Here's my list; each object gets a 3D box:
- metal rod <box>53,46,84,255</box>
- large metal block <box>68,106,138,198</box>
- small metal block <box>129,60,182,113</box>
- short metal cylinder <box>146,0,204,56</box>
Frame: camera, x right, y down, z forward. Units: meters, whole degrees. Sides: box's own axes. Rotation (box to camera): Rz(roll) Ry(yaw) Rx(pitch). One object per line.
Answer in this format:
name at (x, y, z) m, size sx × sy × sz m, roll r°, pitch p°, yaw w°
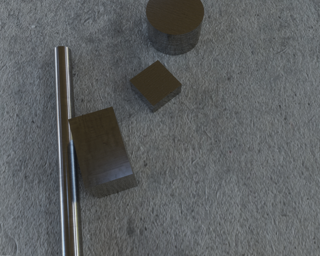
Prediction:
metal rod at (-0.119, 0.028, 0.396) m, size 0.025 × 0.025 × 0.299 m, roll -8°, pitch 70°, yaw -3°
large metal block at (-0.064, 0.032, 0.367) m, size 0.050 × 0.080 × 0.080 m, roll -17°, pitch 71°, yaw -6°
small metal block at (-0.006, -0.057, 0.429) m, size 0.050 × 0.025 × 0.050 m, roll -38°, pitch 75°, yaw -13°
short metal cylinder at (0.021, -0.154, 0.451) m, size 0.081 × 0.050 × 0.080 m, roll 0°, pitch 70°, yaw 0°
